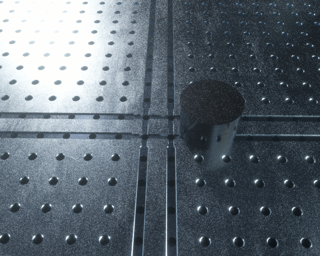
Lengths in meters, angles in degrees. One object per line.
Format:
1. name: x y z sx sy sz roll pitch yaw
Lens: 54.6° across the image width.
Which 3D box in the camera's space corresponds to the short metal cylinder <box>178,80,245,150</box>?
1. short metal cylinder: 0.065 -0.018 0.407 0.080 0.050 0.080 0 50 0
